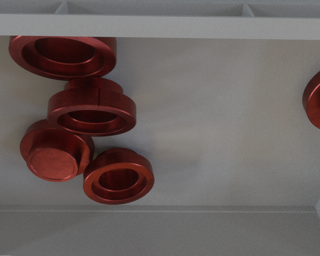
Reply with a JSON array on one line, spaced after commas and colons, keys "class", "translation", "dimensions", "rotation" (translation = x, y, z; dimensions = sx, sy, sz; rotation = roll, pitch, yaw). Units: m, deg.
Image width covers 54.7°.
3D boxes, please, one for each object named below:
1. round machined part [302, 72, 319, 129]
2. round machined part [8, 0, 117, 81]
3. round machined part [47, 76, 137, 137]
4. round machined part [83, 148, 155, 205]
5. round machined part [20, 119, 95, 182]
[{"class": "round machined part", "translation": [0.227, -0.030, 0.369], "dimensions": [0.099, 0.042, 0.097], "rotation": [3, 130, 4]}, {"class": "round machined part", "translation": [-0.092, -0.086, 0.305], "dimensions": [0.099, 0.042, 0.098], "rotation": [-2, 163, 0]}, {"class": "round machined part", "translation": [-0.077, -0.025, 0.358], "dimensions": [0.099, 0.042, 0.098], "rotation": [-2, 160, -1]}, {"class": "round machined part", "translation": [-0.060, 0.066, 0.446], "dimensions": [0.099, 0.042, 0.097], "rotation": [-7, 135, -7]}, {"class": "round machined part", "translation": [-0.143, 0.038, 0.428], "dimensions": [0.099, 0.042, 0.097], "rotation": [0, 130, 0]}]
